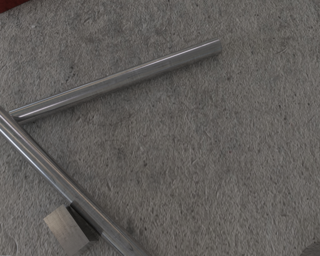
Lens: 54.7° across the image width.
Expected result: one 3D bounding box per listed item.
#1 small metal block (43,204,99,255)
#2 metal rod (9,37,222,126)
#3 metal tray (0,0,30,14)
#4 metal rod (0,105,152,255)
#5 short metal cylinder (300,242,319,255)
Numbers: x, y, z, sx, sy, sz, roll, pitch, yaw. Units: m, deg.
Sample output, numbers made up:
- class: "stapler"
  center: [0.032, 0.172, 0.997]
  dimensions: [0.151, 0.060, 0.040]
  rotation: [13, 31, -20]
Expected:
- class: "small metal block"
  center: [-0.099, 0.116, 0.351]
  dimensions: [0.025, 0.050, 0.050]
  rotation: [-38, 75, -12]
- class: "metal rod"
  center: [-0.054, -0.066, 0.431]
  dimensions: [0.302, 0.025, 0.025]
  rotation: [-21, 72, -8]
- class: "metal tray"
  center: [-0.223, -0.249, 0.494]
  dimensions: [0.131, 0.030, 0.090]
  rotation: [-30, 73, -11]
- class: "metal rod"
  center: [-0.101, 0.079, 0.367]
  dimensions: [0.300, 0.025, 0.025]
  rotation: [42, 75, 9]
- class: "short metal cylinder"
  center: [0.198, 0.165, 0.336]
  dimensions: [0.081, 0.050, 0.080]
  rotation: [0, 70, 0]
